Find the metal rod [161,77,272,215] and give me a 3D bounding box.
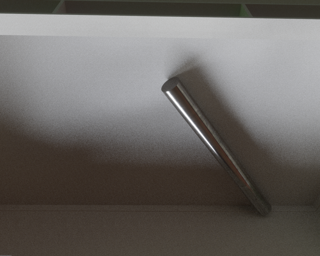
[{"bbox_3d":[0.095,0.043,0.447,0.025,0.025,0.300,-27,126,21],"label":"metal rod"}]
